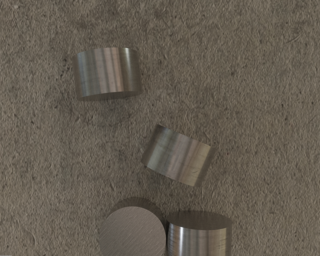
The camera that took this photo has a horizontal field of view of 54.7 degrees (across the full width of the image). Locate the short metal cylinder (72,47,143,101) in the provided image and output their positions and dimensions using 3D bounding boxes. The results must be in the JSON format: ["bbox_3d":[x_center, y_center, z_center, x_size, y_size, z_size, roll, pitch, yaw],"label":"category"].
[{"bbox_3d":[-0.064,-0.063,0.382,0.080,0.080,0.050,-7,90,0],"label":"short metal cylinder"}]

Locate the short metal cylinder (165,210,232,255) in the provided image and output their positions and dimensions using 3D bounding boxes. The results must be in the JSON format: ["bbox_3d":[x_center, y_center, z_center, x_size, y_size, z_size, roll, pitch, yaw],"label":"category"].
[{"bbox_3d":[0.047,0.138,0.383,0.081,0.080,0.050,2,90,0],"label":"short metal cylinder"}]

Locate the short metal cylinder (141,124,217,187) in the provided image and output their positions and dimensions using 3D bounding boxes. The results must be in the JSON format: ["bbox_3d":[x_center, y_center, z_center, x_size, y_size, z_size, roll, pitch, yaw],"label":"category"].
[{"bbox_3d":[0.023,0.033,0.383,0.080,0.080,0.050,23,90,0],"label":"short metal cylinder"}]

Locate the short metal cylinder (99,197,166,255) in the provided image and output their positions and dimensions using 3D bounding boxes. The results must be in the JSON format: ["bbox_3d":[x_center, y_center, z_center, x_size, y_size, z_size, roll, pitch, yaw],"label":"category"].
[{"bbox_3d":[-0.033,0.134,0.397,0.081,0.050,0.080,0,90,0],"label":"short metal cylinder"}]
